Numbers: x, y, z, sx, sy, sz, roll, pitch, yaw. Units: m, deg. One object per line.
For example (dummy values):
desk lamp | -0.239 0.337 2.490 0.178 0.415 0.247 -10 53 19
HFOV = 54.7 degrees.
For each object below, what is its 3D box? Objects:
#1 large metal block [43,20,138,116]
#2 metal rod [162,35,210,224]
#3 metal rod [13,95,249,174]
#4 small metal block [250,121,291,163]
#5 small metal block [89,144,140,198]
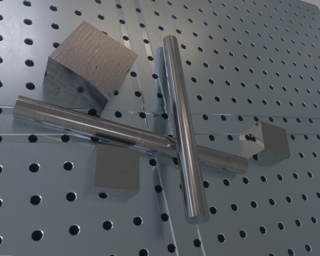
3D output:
large metal block | -0.086 -0.076 0.392 0.080 0.050 0.080 31 52 -8
metal rod | 0.027 -0.023 0.411 0.025 0.025 0.300 12 49 -22
metal rod | -0.020 0.015 0.388 0.302 0.025 0.025 16 55 -19
small metal block | 0.174 0.022 0.488 0.050 0.025 0.050 16 55 -19
small metal block | -0.051 0.049 0.351 0.050 0.025 0.050 11 57 -23
